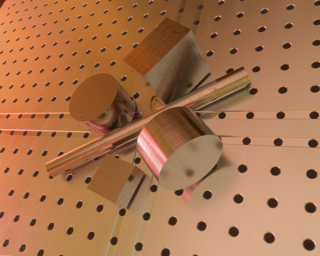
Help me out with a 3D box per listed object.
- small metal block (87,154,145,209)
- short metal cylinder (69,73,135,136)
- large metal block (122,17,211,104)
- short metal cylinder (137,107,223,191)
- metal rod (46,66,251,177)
[{"bbox_3d":[-0.056,0.066,0.392,0.050,0.025,0.050,16,70,34],"label":"small metal block"},{"bbox_3d":[-0.083,-0.032,0.451,0.080,0.050,0.080,-13,56,21],"label":"short metal cylinder"},{"bbox_3d":[0.011,-0.083,0.414,0.080,0.080,0.050,-45,51,-3],"label":"large metal block"},{"bbox_3d":[0.022,0.023,0.343,0.080,0.080,0.050,-40,52,1],"label":"short metal cylinder"},{"bbox_3d":[-0.024,-0.003,0.418,0.301,0.025,0.025,-25,53,12],"label":"metal rod"}]
